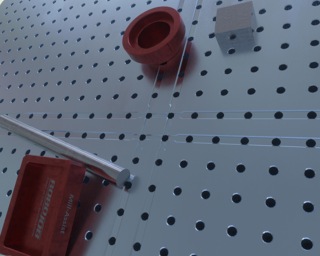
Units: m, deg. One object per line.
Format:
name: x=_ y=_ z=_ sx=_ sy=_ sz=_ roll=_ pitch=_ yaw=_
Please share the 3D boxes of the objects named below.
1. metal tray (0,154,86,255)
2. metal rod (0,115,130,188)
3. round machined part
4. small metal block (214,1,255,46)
metal tray: x=-0.154 y=0.104 z=0.403 sx=0.090 sy=0.030 sz=0.129 roll=3 pitch=74 yaw=29
metal rod: x=-0.164 y=0.026 z=0.476 sx=0.300 sy=0.025 sz=0.025 roll=18 pitch=71 yaw=34
round machined part: x=-0.006 y=-0.138 z=0.484 sx=0.098 sy=0.042 sz=0.098 roll=-13 pitch=56 yaw=20
small metal block: x=0.108 y=-0.149 z=0.443 sx=0.050 sy=0.025 sz=0.050 roll=-4 pitch=60 yaw=26
